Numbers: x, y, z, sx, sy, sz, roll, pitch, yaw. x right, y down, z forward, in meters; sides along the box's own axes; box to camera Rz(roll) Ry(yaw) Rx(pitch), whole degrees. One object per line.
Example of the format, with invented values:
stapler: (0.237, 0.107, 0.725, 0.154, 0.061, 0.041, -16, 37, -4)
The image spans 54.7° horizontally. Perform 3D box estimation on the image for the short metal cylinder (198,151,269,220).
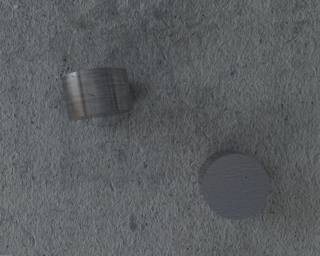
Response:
short metal cylinder: (0.092, 0.071, 0.398, 0.081, 0.050, 0.080, 0, 90, 0)

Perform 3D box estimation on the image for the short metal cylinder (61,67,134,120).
short metal cylinder: (-0.076, -0.040, 0.382, 0.080, 0.080, 0.050, -10, 90, 0)
